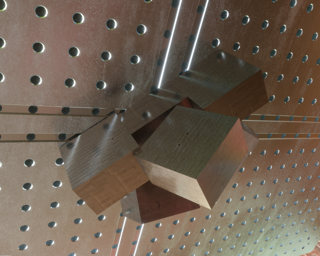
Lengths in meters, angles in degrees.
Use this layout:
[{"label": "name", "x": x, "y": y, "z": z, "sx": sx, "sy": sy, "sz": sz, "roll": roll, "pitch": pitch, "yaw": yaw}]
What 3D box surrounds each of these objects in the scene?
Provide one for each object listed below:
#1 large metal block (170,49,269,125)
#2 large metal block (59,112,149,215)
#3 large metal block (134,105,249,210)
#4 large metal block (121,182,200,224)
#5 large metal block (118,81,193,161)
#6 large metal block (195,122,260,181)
[{"label": "large metal block", "x": 0.072, "y": -0.045, "z": 0.386, "sx": 0.080, "sy": 0.080, "sz": 0.050, "roll": -34, "pitch": 129, "yaw": -6}, {"label": "large metal block", "x": -0.062, "y": 0.039, "z": 0.363, "sx": 0.080, "sy": 0.080, "sz": 0.050, "roll": -33, "pitch": 129, "yaw": -7}, {"label": "large metal block", "x": 0.035, "y": 0.027, "z": 0.329, "sx": 0.080, "sy": 0.080, "sz": 0.050, "roll": -50, "pitch": 134, "yaw": -26}, {"label": "large metal block", "x": -0.005, "y": 0.088, "z": 0.418, "sx": 0.081, "sy": 0.080, "sz": 0.050, "roll": -9, "pitch": 86, "yaw": -24}, {"label": "large metal block", "x": 0.004, "y": 0.001, "z": 0.399, "sx": 0.080, "sy": 0.050, "sz": 0.080, "roll": -34, "pitch": 129, "yaw": -6}, {"label": "large metal block", "x": 0.088, "y": 0.027, "z": 0.431, "sx": 0.050, "sy": 0.080, "sz": 0.080, "roll": 33, "pitch": 103, "yaw": 4}]
